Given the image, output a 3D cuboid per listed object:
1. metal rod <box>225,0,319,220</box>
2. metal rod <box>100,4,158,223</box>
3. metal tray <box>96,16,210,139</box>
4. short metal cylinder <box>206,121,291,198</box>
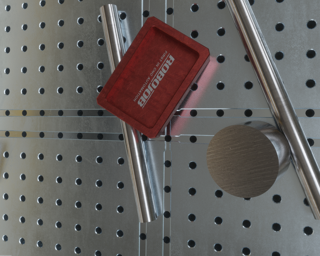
[{"bbox_3d":[0.135,-0.041,0.364,0.025,0.025,0.299,-22,83,18],"label":"metal rod"},{"bbox_3d":[-0.044,-0.022,0.426,0.025,0.025,0.298,-12,86,19],"label":"metal rod"},{"bbox_3d":[-0.008,-0.062,0.395,0.090,0.030,0.130,33,92,8],"label":"metal tray"},{"bbox_3d":[0.101,0.033,0.352,0.080,0.050,0.079,5,99,35],"label":"short metal cylinder"}]
